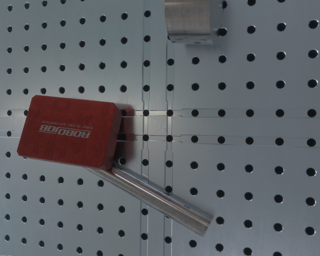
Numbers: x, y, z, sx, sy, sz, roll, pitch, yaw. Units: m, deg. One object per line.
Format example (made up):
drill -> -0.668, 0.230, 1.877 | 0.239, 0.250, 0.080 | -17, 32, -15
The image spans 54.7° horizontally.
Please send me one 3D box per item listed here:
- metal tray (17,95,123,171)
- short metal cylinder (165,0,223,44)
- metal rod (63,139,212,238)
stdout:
metal tray -> -0.126, 0.005, 0.435 | 0.131, 0.030, 0.090 | 7, 76, 14
short metal cylinder -> 0.043, -0.141, 0.368 | 0.050, 0.080, 0.079 | 7, 92, 20
metal rod -> -0.068, 0.064, 0.436 | 0.301, 0.025, 0.025 | 26, 99, 18
